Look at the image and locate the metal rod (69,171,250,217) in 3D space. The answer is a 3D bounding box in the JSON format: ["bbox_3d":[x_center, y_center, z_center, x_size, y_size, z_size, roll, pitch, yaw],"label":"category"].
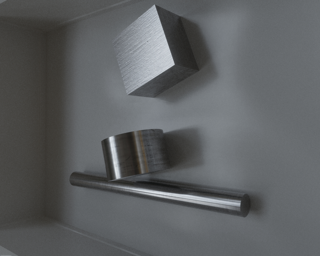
[{"bbox_3d":[-0.025,0.084,0.425,0.300,0.025,0.025,-1,90,39],"label":"metal rod"}]

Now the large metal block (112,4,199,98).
[{"bbox_3d":[-0.008,-0.093,0.395,0.080,0.050,0.080,-27,73,36],"label":"large metal block"}]

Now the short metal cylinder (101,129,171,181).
[{"bbox_3d":[-0.030,0.035,0.394,0.080,0.081,0.050,-19,78,38],"label":"short metal cylinder"}]
